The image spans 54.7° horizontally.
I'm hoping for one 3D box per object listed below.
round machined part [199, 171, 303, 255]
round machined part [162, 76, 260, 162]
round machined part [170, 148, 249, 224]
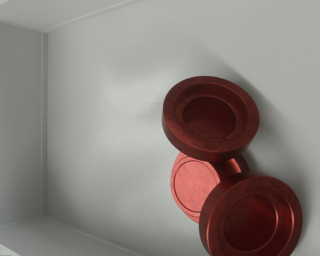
[{"bbox_3d":[0.084,0.089,0.303,0.042,0.099,0.097,-156,72,-74],"label":"round machined part"},{"bbox_3d":[0.051,-0.006,0.330,0.098,0.099,0.042,52,156,27],"label":"round machined part"},{"bbox_3d":[0.051,0.064,0.354,0.098,0.042,0.097,0,90,40],"label":"round machined part"}]
